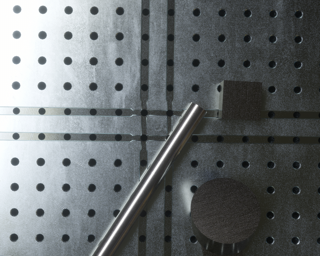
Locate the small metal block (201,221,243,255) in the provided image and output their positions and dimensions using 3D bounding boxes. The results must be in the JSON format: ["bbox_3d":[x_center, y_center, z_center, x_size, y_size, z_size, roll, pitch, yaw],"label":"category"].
[{"bbox_3d":[0.080,0.150,0.414,0.050,0.025,0.050,-10,90,0],"label":"small metal block"}]

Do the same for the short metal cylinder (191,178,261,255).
[{"bbox_3d":[0.079,0.109,0.382,0.080,0.050,0.080,-3,53,5],"label":"short metal cylinder"}]

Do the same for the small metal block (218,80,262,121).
[{"bbox_3d":[0.107,-0.036,0.414,0.050,0.025,0.050,3,90,0],"label":"small metal block"}]

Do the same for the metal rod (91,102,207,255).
[{"bbox_3d":[-0.030,0.098,0.413,0.025,0.025,0.299,33,90,0],"label":"metal rod"}]
